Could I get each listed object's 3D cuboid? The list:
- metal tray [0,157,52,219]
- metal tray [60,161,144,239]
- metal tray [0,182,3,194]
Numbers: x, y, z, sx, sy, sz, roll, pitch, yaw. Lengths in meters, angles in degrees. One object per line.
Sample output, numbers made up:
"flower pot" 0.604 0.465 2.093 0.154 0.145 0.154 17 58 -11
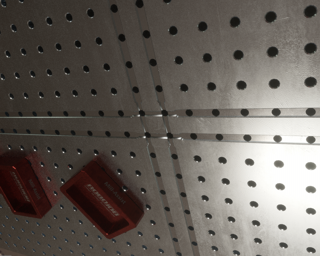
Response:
"metal tray" -0.286 0.122 0.630 0.090 0.030 0.129 -2 118 28
"metal tray" -0.102 0.128 0.538 0.130 0.030 0.090 48 128 -6
"metal tray" -0.400 0.089 0.670 0.090 0.030 0.129 13 124 21
